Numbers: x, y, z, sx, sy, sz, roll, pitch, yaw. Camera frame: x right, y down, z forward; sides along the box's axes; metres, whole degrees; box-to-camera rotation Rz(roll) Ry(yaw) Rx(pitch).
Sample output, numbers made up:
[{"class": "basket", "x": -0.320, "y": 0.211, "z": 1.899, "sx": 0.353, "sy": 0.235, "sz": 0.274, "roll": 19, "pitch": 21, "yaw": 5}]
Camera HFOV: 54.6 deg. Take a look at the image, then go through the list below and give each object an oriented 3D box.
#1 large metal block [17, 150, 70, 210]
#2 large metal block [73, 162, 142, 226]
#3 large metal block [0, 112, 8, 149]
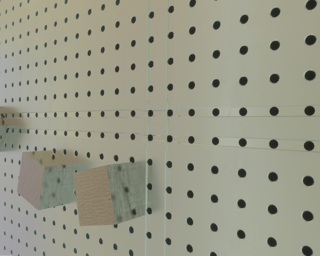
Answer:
[{"class": "large metal block", "x": -0.217, "y": 0.094, "z": 0.574, "sx": 0.080, "sy": 0.050, "sz": 0.080, "roll": 20, "pitch": 103, "yaw": 38}, {"class": "large metal block", "x": -0.080, "y": 0.098, "z": 0.461, "sx": 0.080, "sy": 0.050, "sz": 0.080, "roll": -17, "pitch": 80, "yaw": 39}, {"class": "large metal block", "x": -0.411, "y": 0.002, "z": 0.736, "sx": 0.080, "sy": 0.050, "sz": 0.080, "roll": 45, "pitch": 117, "yaw": 30}]
